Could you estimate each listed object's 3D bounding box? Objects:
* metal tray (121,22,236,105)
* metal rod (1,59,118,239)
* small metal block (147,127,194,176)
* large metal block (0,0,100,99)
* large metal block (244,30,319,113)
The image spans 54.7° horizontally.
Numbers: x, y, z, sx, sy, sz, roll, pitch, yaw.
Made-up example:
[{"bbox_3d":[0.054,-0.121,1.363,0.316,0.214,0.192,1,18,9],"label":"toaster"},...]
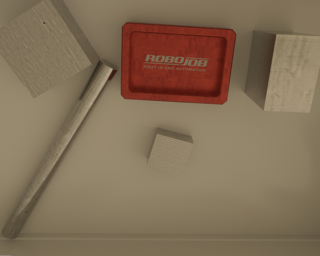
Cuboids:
[{"bbox_3d":[0.020,-0.079,0.379,0.131,0.030,0.089,3,110,-2],"label":"metal tray"},{"bbox_3d":[-0.144,0.040,0.423,0.025,0.025,0.299,31,107,-11],"label":"metal rod"},{"bbox_3d":[0.013,0.032,0.423,0.050,0.025,0.050,15,109,-6],"label":"small metal block"},{"bbox_3d":[-0.131,-0.093,0.362,0.080,0.050,0.080,-28,108,9],"label":"large metal block"},{"bbox_3d":[0.139,-0.069,0.359,0.050,0.080,0.079,2,110,-1],"label":"large metal block"}]
